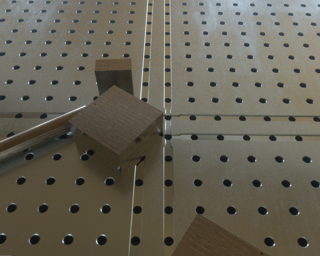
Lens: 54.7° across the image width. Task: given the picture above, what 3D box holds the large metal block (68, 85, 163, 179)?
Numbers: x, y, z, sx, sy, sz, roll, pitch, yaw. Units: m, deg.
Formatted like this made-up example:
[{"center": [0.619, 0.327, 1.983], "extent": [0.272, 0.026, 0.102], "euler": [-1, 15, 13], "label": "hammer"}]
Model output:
[{"center": [-0.052, 0.002, 0.389], "extent": [0.080, 0.050, 0.080], "euler": [30, 56, 22], "label": "large metal block"}]

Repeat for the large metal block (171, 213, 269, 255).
[{"center": [0.047, 0.139, 0.276], "extent": [0.080, 0.050, 0.080], "euler": [27, 55, 20], "label": "large metal block"}]

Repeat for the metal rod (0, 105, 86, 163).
[{"center": [-0.224, 0.043, 0.368], "extent": [0.302, 0.025, 0.025], "euler": [-26, 55, -21], "label": "metal rod"}]

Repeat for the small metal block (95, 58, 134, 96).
[{"center": [-0.065, -0.073, 0.452], "extent": [0.050, 0.050, 0.025], "euler": [-3, 50, -3], "label": "small metal block"}]
